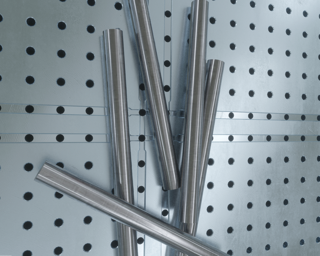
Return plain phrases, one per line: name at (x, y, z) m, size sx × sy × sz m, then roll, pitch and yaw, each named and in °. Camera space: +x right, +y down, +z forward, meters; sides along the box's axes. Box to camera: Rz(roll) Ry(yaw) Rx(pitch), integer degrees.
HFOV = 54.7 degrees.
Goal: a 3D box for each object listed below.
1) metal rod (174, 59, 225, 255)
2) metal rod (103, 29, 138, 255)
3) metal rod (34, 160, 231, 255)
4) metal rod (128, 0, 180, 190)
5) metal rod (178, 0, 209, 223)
metal rod at (0.054, 0.052, 0.433) m, size 0.025 × 0.025 × 0.298 m, roll 11°, pitch 86°, yaw -20°
metal rod at (-0.050, 0.027, 0.395) m, size 0.025 × 0.025 × 0.298 m, roll -4°, pitch 92°, yaw -20°
metal rod at (-0.009, 0.122, 0.382) m, size 0.301 × 0.025 × 0.025 m, roll 32°, pitch 79°, yaw -18°
metal rod at (-0.010, -0.066, 0.409) m, size 0.025 × 0.025 × 0.298 m, roll -12°, pitch 94°, yaw -20°
metal rod at (0.046, -0.026, 0.419) m, size 0.025 × 0.025 × 0.298 m, roll 6°, pitch 83°, yaw -20°
